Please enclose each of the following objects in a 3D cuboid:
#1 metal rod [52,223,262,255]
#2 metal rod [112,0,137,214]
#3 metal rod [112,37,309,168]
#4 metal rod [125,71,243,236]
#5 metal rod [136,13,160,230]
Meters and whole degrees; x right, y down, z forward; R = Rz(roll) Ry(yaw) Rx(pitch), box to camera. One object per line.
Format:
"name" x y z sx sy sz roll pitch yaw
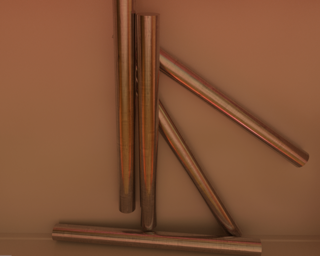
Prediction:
"metal rod" -0.007 0.164 0.456 0.302 0.025 0.025 3 110 5
"metal rod" -0.042 -0.015 0.385 0.025 0.025 0.298 2 118 -1
"metal rod" 0.073 -0.037 0.398 0.301 0.025 0.025 33 107 -12
"metal rod" 0.037 0.042 0.426 0.025 0.025 0.299 -29 108 10
"metal rod" -0.015 0.012 0.393 0.025 0.025 0.298 1 118 0
